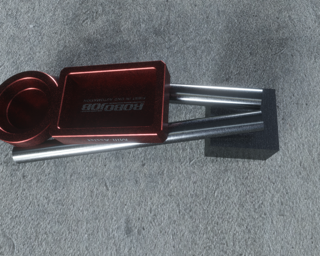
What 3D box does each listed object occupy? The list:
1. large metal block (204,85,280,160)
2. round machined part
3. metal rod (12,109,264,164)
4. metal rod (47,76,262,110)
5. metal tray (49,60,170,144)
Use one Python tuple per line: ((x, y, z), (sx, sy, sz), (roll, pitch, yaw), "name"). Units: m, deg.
((0.101, -0.006, 0.398), (0.081, 0.050, 0.080), (4, 70, 1), "large metal block")
((-0.165, -0.021, 0.400), (0.098, 0.042, 0.098), (-3, 69, 9), "round machined part")
((-0.034, 0.012, 0.370), (0.301, 0.025, 0.025), (-8, 70, 10), "metal rod")
((-0.029, -0.047, 0.392), (0.301, 0.025, 0.025), (6, 70, 15), "metal rod")
((-0.056, -0.029, 0.361), (0.131, 0.030, 0.090), (-1, 69, 12), "metal tray")
